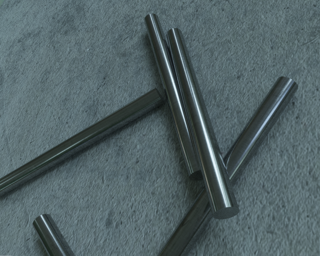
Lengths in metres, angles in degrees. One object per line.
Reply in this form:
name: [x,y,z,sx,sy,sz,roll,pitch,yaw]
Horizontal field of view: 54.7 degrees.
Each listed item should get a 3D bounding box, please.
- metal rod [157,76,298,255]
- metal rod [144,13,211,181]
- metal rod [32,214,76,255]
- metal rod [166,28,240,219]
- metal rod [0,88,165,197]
metal rod: [0.059,0.067,0.331,0.025,0.025,0.300,29,77,37]
metal rod: [0.015,-0.065,0.435,0.025,0.025,0.299,-24,53,13]
metal rod: [-0.063,0.195,0.316,0.025,0.025,0.300,-48,51,-5]
metal rod: [0.042,-0.033,0.382,0.025,0.025,0.300,-23,47,14]
metal rod: [-0.129,0.027,0.455,0.300,0.025,0.025,-29,52,9]
